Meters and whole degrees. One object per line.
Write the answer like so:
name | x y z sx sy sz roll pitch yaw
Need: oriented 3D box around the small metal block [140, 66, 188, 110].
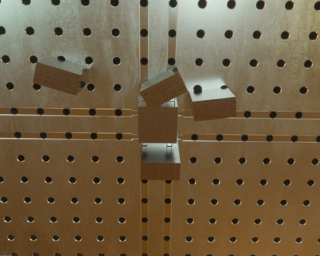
small metal block | 0.004 -0.051 0.381 0.050 0.050 0.025 -26 108 9

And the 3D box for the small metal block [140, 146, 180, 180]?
small metal block | 0.000 0.047 0.417 0.050 0.050 0.025 1 110 -1

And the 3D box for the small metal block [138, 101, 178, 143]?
small metal block | -0.003 -0.008 0.410 0.050 0.025 0.050 1 110 -1

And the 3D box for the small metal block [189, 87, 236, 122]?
small metal block | 0.065 -0.031 0.389 0.050 0.050 0.025 -6 110 2

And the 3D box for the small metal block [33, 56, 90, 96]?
small metal block | -0.117 -0.064 0.375 0.050 0.050 0.025 16 109 -6
